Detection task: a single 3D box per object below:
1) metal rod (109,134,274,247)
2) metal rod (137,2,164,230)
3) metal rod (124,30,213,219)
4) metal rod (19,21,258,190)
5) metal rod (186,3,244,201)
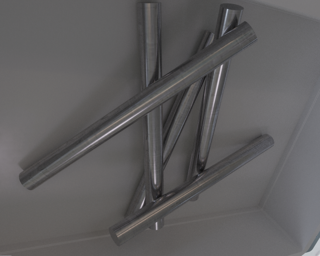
[{"bbox_3d":[0.064,0.075,0.444,0.302,0.025,0.025,-24,129,-31],"label":"metal rod"},{"bbox_3d":[-0.009,0.004,0.385,0.025,0.025,0.298,-12,117,-22],"label":"metal rod"},{"bbox_3d":[0.011,0.016,0.424,0.025,0.025,0.298,10,113,-33],"label":"metal rod"},{"bbox_3d":[-0.031,-0.019,0.342,0.300,0.025,0.025,-33,130,8],"label":"metal rod"},{"bbox_3d":[0.064,-0.009,0.416,0.025,0.025,0.298,-12,130,-22],"label":"metal rod"}]
